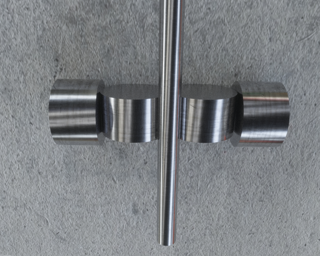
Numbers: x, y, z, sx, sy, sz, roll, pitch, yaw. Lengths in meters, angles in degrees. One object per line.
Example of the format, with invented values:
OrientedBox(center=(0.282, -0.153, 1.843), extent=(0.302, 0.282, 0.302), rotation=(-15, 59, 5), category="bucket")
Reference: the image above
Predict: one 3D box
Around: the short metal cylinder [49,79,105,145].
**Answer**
OrientedBox(center=(-0.095, -0.019, 0.374), extent=(0.050, 0.080, 0.079), rotation=(1, 110, -1), category="short metal cylinder")

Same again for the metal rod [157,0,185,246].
OrientedBox(center=(0.010, 0.003, 0.347), extent=(0.025, 0.025, 0.298), rotation=(1, 110, -1), category="metal rod")

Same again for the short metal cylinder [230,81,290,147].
OrientedBox(center=(0.116, -0.017, 0.377), extent=(0.050, 0.080, 0.079), rotation=(1, 110, -1), category="short metal cylinder")

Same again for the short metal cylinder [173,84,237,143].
OrientedBox(center=(0.050, -0.020, 0.374), extent=(0.081, 0.080, 0.050), rotation=(1, 110, -1), category="short metal cylinder")

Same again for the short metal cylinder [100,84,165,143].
OrientedBox(center=(-0.030, -0.021, 0.374), extent=(0.081, 0.080, 0.050), rotation=(1, 110, -1), category="short metal cylinder")
